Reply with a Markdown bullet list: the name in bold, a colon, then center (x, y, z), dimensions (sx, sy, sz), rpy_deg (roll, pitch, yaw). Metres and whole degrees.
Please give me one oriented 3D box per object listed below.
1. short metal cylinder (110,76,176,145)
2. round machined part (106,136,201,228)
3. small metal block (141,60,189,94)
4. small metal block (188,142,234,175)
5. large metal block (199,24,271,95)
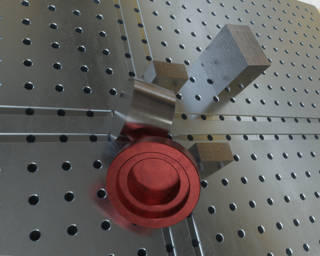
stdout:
- **short metal cylinder**: center (-0.022, -0.016, 0.372), dimensions (0.050, 0.080, 0.080), rpy_deg (17, 55, -19)
- **round machined part**: center (-0.006, 0.055, 0.339), dimensions (0.098, 0.098, 0.042), rpy_deg (36, 15, -5)
- **small metal block**: center (0.004, -0.067, 0.437), dimensions (0.050, 0.050, 0.025), rpy_deg (1, 62, -28)
- **small metal block**: center (0.058, 0.041, 0.400), dimensions (0.050, 0.050, 0.025), rpy_deg (1, 62, -28)
- **large metal block**: center (0.119, -0.110, 0.507), dimensions (0.050, 0.080, 0.080), rpy_deg (-8, 66, -32)
